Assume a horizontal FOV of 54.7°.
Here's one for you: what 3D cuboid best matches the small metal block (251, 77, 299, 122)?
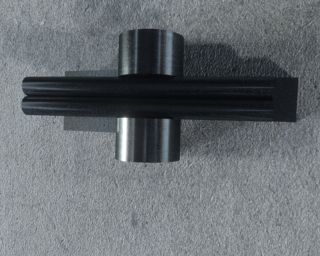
[{"bbox_3d":[0.133,-0.033,0.363,0.050,0.025,0.050,3,91,20],"label":"small metal block"}]

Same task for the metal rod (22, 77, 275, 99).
[{"bbox_3d":[-0.023,-0.049,0.371,0.301,0.025,0.025,2,91,12],"label":"metal rod"}]

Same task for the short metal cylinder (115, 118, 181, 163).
[{"bbox_3d":[-0.015,0.013,0.386,0.080,0.080,0.050,2,91,20],"label":"short metal cylinder"}]

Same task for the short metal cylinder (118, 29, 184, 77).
[{"bbox_3d":[-0.011,-0.086,0.385,0.080,0.080,0.050,2,91,20],"label":"short metal cylinder"}]

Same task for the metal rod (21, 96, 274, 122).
[{"bbox_3d":[-0.024,-0.024,0.371,0.301,0.025,0.025,2,91,12],"label":"metal rod"}]

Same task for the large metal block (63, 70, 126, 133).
[{"bbox_3d":[-0.082,-0.035,0.426,0.080,0.050,0.080,2,91,20],"label":"large metal block"}]
